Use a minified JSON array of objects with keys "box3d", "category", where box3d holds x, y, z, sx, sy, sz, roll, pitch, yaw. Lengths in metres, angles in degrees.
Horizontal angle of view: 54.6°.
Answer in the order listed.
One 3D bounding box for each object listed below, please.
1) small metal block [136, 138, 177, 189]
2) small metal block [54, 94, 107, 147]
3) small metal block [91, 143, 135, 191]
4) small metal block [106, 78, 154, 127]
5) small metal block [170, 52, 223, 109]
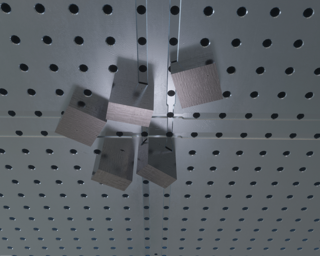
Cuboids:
[{"box3d":[-0.004,0.050,0.437,0.050,0.050,0.025,32,123,-24],"category":"small metal block"},{"box3d":[-0.101,-0.009,0.403,0.050,0.025,0.050,25,126,-20],"category":"small metal block"},{"box3d":[-0.066,0.056,0.442,0.050,0.050,0.025,24,126,-19],"category":"small metal block"},{"box3d":[-0.035,-0.031,0.369,0.050,0.050,0.025,11,129,-9],"category":"small metal block"},{"box3d":[0.043,-0.055,0.365,0.050,0.025,0.050,-13,129,11],"category":"small metal block"}]
